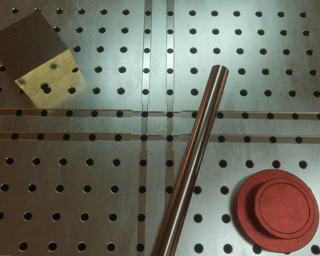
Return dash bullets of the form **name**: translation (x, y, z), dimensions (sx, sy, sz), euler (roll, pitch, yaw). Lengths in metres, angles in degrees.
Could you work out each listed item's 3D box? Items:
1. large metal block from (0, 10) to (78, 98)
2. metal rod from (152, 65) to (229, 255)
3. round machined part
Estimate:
- **large metal block**: translation (-0.177, -0.104, 0.435), dimensions (0.080, 0.050, 0.080), euler (-36, 74, -12)
- **metal rod**: translation (0.039, 0.050, 0.393), dimensions (0.025, 0.025, 0.299), euler (18, 71, 6)
- **round machined part**: translation (0.141, 0.097, 0.368), dimensions (0.099, 0.042, 0.098), euler (0, 70, 0)
